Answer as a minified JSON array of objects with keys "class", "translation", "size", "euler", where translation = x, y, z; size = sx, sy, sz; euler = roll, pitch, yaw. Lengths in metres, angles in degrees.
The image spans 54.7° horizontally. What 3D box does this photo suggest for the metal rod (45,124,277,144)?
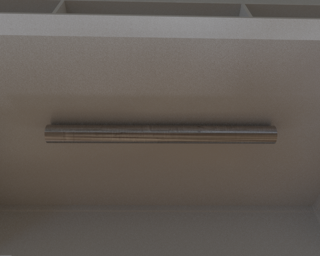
[{"class":"metal rod","translation":[0.002,0.008,0.414],"size":[0.302,0.025,0.025],"euler":[0,130,-1]}]
